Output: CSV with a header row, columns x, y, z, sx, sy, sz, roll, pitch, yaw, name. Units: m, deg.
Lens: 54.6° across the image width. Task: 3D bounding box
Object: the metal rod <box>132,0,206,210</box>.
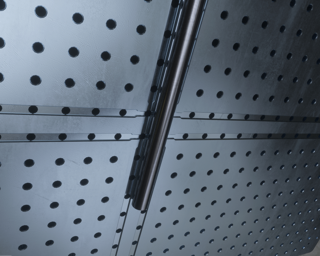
x,y,z,sx,sy,sz,roll,pitch,yaw,name
0.005,-0.015,0.404,0.025,0.025,0.298,0,118,-29,metal rod
